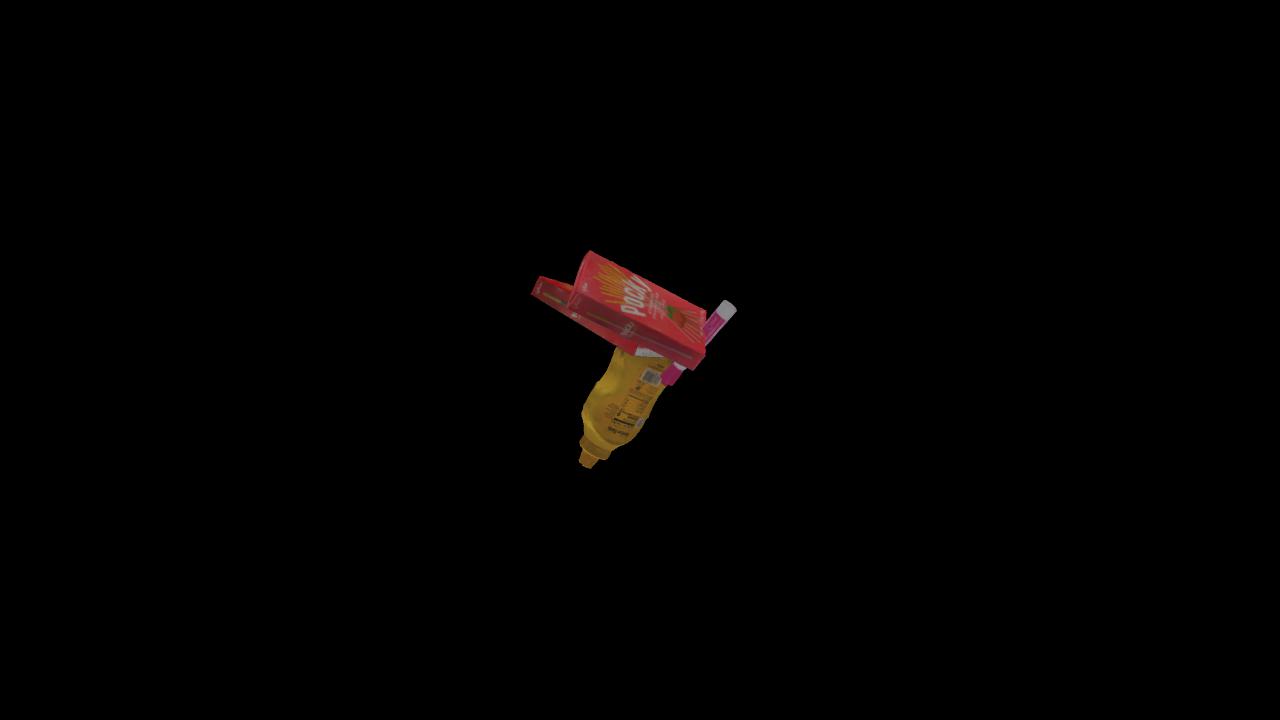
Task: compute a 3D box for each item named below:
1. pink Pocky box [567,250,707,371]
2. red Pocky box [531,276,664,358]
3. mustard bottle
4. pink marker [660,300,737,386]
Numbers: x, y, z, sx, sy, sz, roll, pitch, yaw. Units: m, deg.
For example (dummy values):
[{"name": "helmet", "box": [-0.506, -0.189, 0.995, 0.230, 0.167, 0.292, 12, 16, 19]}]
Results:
[{"name": "pink Pocky box", "box": [0.001, -0.054, 0.666, 0.155, 0.029, 0.084, 26, 38, -14]}, {"name": "red Pocky box", "box": [-0.045, -0.049, 0.714, 0.155, 0.028, 0.083, 31, 12, 23]}, {"name": "mustard bottle", "box": [-0.024, 0.055, 0.763, 0.092, 0.184, 0.054, 23, 10, -48]}, {"name": "pink marker", "box": [0.063, -0.016, 0.689, 0.020, 0.121, 0.020, 33, 22, -15]}]
